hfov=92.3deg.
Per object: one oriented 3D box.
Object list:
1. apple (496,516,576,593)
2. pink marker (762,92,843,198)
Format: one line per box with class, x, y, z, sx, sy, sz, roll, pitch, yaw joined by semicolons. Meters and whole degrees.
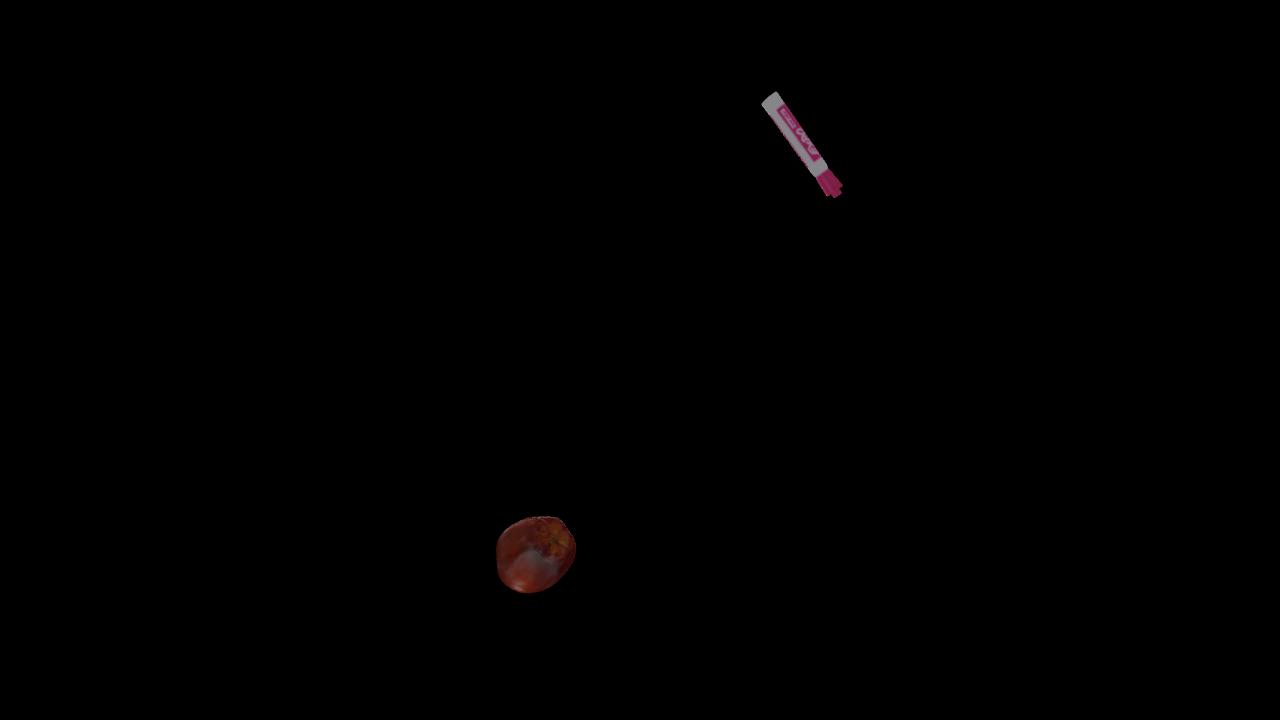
apple;-0.107;0.200;0.636;0.079;0.079;0.093;0;-34;-42
pink marker;0.165;-0.215;0.622;0.020;0.121;0.020;-37;5;4
